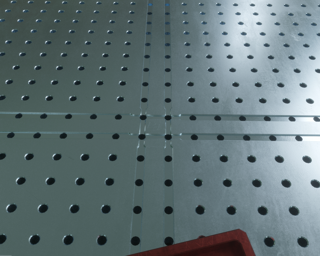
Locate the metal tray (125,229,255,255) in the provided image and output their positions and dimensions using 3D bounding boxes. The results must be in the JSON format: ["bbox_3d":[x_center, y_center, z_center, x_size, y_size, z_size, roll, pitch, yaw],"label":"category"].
[{"bbox_3d":[0.029,0.152,0.277,0.131,0.030,0.090,-10,51,-9],"label":"metal tray"}]
